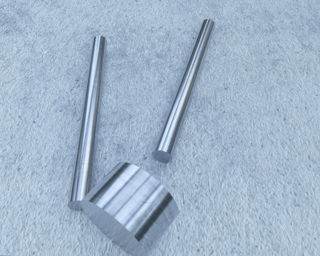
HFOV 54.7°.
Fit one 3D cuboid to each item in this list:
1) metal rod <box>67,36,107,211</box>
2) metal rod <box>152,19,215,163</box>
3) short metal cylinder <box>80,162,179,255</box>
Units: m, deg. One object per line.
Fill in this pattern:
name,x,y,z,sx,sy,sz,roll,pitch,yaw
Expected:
metal rod,-0.094,-0.031,0.428,0.025,0.025,0.300,-2,50,-2
metal rod,0.045,-0.076,0.466,0.025,0.025,0.300,13,51,10
short metal cylinder,-0.029,0.080,0.300,0.080,0.080,0.050,29,56,22
